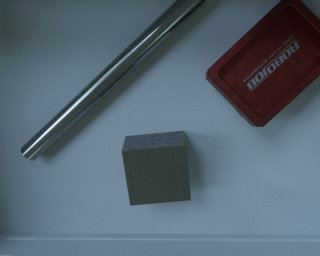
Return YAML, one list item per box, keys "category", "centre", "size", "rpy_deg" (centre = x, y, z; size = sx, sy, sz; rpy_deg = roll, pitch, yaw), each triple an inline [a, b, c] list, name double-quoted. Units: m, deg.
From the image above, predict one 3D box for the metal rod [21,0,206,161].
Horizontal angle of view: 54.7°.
- category: "metal rod"
  centre: [-0.067, -0.060, 0.388]
  size: [0.300, 0.025, 0.025]
  rpy_deg: [-40, 106, 13]

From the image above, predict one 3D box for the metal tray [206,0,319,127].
- category: "metal tray"
  centre: [0.130, -0.075, 0.359]
  size: [0.130, 0.030, 0.090]
  rpy_deg: [-43, 89, 4]

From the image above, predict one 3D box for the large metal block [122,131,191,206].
- category: "large metal block"
  centre: [-0.003, 0.053, 0.418]
  size: [0.080, 0.050, 0.079]
  rpy_deg: [-6, 110, 1]

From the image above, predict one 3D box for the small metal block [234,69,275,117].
- category: "small metal block"
  centre: [0.121, -0.047, 0.396]
  size: [0.050, 0.025, 0.050]
  rpy_deg: [-14, 110, 5]
